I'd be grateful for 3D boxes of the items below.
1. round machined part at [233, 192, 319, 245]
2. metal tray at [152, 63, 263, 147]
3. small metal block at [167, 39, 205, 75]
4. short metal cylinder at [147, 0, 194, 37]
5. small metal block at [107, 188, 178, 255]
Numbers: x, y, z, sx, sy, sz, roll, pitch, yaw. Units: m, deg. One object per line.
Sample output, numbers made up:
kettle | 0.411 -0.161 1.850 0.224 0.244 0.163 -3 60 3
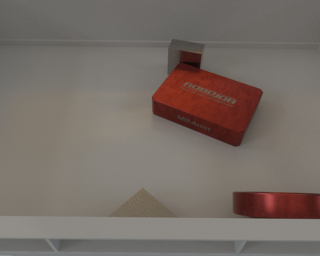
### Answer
round machined part | 0.121 0.084 0.298 0.099 0.098 0.042 1 79 1
metal tray | 0.066 -0.037 0.434 0.130 0.030 0.090 23 53 17
small metal block | 0.040 -0.105 0.478 0.050 0.050 0.025 12 51 10
short metal cylinder | 0.019 -0.211 0.549 0.081 0.080 0.050 1 50 0
small metal block | -0.018 0.099 0.319 0.050 0.025 0.050 35 52 26
